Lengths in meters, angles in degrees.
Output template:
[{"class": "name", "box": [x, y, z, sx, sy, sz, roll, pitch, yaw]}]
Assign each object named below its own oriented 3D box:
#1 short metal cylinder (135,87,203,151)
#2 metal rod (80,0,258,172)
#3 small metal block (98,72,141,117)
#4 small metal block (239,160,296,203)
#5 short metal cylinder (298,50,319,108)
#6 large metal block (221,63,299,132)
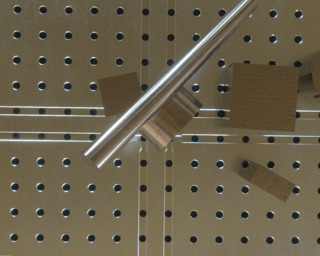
[{"class": "short metal cylinder", "box": [0.008, -0.017, 0.386, 0.050, 0.080, 0.080, 43, 90, 0]}, {"class": "metal rod", "box": [0.028, -0.067, 0.351, 0.025, 0.025, 0.301, 43, 65, 0]}, {"class": "small metal block", "box": [-0.051, -0.044, 0.413, 0.050, 0.025, 0.050, -11, 90, 0]}, {"class": "small metal block", "box": [0.137, 0.067, 0.402, 0.050, 0.050, 0.025, 30, 90, 0]}, {"class": "short metal cylinder", "box": [0.226, -0.067, 0.402, 0.081, 0.050, 0.080, 0, 90, 0]}, {"class": "large metal block", "box": [0.127, -0.037, 0.402, 0.080, 0.050, 0.080, 4, 90, 0]}]
